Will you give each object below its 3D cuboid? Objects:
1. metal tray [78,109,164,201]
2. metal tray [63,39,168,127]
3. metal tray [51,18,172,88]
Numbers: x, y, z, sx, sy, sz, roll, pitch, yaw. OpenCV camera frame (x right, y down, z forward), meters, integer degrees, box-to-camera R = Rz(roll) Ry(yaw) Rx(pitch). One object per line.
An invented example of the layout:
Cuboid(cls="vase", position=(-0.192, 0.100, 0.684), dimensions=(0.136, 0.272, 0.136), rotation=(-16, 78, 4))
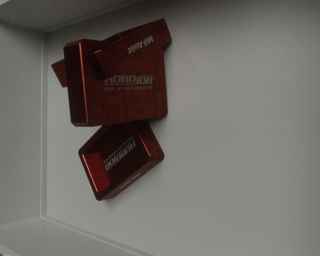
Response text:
Cuboid(cls="metal tray", position=(-0.062, 0.038, 0.454), dimensions=(0.129, 0.030, 0.090), rotation=(-41, 65, 32))
Cuboid(cls="metal tray", position=(-0.046, -0.053, 0.369), dimensions=(0.030, 0.131, 0.089), rotation=(0, 97, 41))
Cuboid(cls="metal tray", position=(-0.056, -0.095, 0.386), dimensions=(0.090, 0.131, 0.030), rotation=(-2, 119, 40))
